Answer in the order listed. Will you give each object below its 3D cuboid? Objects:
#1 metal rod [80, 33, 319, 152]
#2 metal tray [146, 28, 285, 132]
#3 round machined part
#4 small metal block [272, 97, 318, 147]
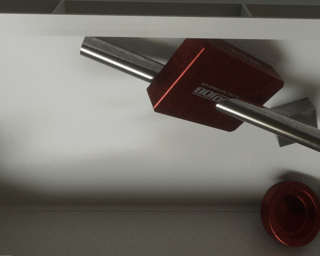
[{"bbox_3d":[0.059,-0.035,0.349,0.302,0.025,0.025,21,127,-7],"label":"metal rod"},{"bbox_3d":[0.063,-0.044,0.342,0.131,0.030,0.090,13,132,-37],"label":"metal tray"},{"bbox_3d":[0.202,0.134,0.492,0.099,0.098,0.042,16,167,-14],"label":"round machined part"},{"bbox_3d":[0.175,-0.007,0.406,0.050,0.025,0.050,-18,128,14],"label":"small metal block"}]
